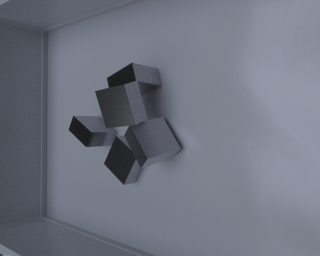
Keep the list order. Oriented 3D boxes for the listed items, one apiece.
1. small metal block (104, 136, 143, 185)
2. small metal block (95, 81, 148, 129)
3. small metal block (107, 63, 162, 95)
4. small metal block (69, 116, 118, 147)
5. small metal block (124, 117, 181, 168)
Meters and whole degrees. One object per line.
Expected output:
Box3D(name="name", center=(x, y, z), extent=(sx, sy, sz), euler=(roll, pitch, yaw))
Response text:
Box3D(name="small metal block", center=(-0.049, 0.045, 0.447), extent=(0.050, 0.025, 0.050), euler=(39, 114, 33))
Box3D(name="small metal block", center=(-0.049, -0.029, 0.390), extent=(0.050, 0.025, 0.050), euler=(-7, 104, 36))
Box3D(name="small metal block", center=(-0.034, -0.063, 0.419), extent=(0.050, 0.050, 0.025), euler=(-22, 76, 38))
Box3D(name="small metal block", center=(-0.102, 0.004, 0.475), extent=(0.050, 0.050, 0.025), euler=(37, 113, 34))
Box3D(name="small metal block", center=(-0.010, 0.018, 0.395), extent=(0.050, 0.050, 0.025), euler=(61, 144, 22))
